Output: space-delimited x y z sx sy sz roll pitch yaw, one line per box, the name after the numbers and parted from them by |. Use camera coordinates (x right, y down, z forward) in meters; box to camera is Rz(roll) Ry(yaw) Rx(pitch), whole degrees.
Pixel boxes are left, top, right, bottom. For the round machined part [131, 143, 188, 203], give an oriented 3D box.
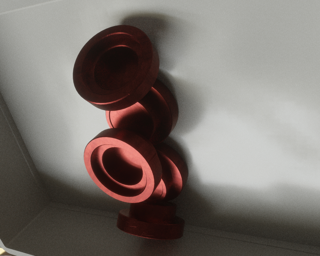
-0.013 0.068 0.442 0.098 0.042 0.097 13 124 20 | round machined part

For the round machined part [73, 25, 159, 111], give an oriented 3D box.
-0.046 -0.064 0.355 0.098 0.098 0.042 7 164 24 | round machined part

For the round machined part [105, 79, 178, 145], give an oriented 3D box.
-0.030 -0.018 0.398 0.098 0.042 0.097 13 124 20 | round machined part

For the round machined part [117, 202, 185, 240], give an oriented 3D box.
-0.012 0.129 0.457 0.098 0.098 0.042 6 84 24 | round machined part

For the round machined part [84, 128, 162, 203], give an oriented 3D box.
-0.042 0.042 0.386 0.098 0.042 0.097 13 124 20 | round machined part
